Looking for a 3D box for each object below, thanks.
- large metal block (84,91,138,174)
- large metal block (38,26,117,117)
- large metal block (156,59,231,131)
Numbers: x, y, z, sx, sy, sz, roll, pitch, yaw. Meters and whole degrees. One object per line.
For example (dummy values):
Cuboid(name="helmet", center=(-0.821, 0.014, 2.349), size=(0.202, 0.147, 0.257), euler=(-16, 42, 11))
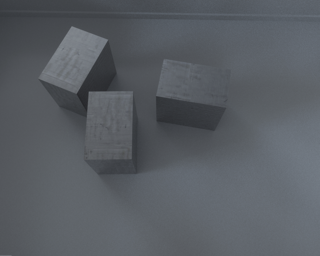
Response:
Cuboid(name="large metal block", center=(-0.056, 0.009, 0.376), size=(0.050, 0.080, 0.080), euler=(-1, 70, -1))
Cuboid(name="large metal block", center=(-0.102, -0.069, 0.404), size=(0.050, 0.080, 0.080), euler=(22, 72, 7))
Cuboid(name="large metal block", center=(0.039, -0.039, 0.395), size=(0.080, 0.080, 0.050), euler=(10, 71, 3))
